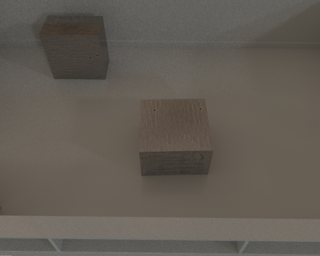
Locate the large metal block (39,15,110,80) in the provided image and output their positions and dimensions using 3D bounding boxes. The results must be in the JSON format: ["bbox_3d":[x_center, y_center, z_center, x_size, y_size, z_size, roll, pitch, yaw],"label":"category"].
[{"bbox_3d":[-0.125,-0.121,0.470,0.080,0.080,0.050,1,50,0],"label":"large metal block"}]

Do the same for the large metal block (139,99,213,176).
[{"bbox_3d":[0.017,0.010,0.380,0.081,0.050,0.080,-1,50,-1],"label":"large metal block"}]
